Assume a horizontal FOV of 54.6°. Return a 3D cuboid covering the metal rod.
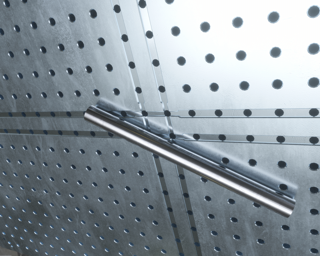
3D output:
[{"bbox_3d":[0.030,0.040,0.420,0.301,0.025,0.025,25,127,13],"label":"metal rod"}]
